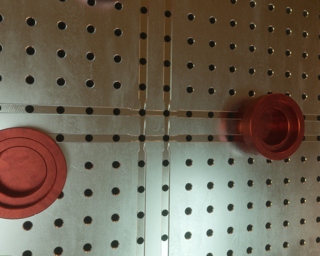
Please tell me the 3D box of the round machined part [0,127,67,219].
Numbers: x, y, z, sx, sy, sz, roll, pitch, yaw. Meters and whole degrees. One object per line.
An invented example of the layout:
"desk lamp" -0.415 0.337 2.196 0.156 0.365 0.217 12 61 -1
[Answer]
"round machined part" -0.157 0.048 0.346 0.099 0.042 0.097 0 90 -21

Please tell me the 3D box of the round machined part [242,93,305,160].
"round machined part" 0.164 -0.002 0.466 0.099 0.042 0.097 0 90 -21
